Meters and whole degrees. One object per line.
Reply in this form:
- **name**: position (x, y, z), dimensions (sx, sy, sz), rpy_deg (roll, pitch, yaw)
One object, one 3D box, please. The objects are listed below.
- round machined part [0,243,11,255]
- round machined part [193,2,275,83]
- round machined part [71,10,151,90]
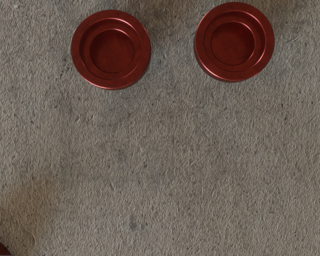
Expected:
- **round machined part**: position (-0.246, 0.194, 0.400), dimensions (0.099, 0.042, 0.097), rpy_deg (0, 90, 0)
- **round machined part**: position (0.092, -0.107, 0.402), dimensions (0.099, 0.042, 0.097), rpy_deg (0, 90, 0)
- **round machined part**: position (-0.060, -0.097, 0.401), dimensions (0.099, 0.042, 0.097), rpy_deg (0, 90, 0)
